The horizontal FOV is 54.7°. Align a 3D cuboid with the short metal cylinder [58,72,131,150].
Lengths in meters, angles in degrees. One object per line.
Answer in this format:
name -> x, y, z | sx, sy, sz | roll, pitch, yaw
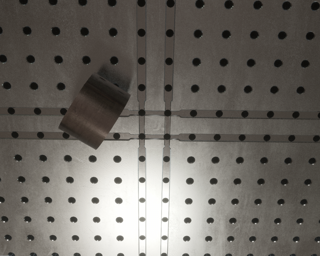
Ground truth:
short metal cylinder -> -0.079, -0.020, 0.376 | 0.050, 0.080, 0.080 | 32, 107, -12
